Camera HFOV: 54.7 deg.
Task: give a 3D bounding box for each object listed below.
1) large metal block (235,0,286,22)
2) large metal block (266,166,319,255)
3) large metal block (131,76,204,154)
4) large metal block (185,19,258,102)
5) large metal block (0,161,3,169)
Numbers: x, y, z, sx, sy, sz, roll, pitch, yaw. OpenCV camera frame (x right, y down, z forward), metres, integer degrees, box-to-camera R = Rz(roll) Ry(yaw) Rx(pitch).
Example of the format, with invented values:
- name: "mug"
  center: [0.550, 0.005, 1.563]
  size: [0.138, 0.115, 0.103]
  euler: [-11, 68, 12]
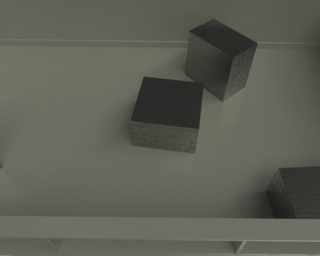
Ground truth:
- name: "large metal block"
  center: [0.199, -0.266, 0.598]
  size: [0.050, 0.080, 0.080]
  euler: [-27, 55, -21]
- name: "large metal block"
  center: [0.166, 0.087, 0.318]
  size: [0.081, 0.050, 0.080]
  euler: [-2, 50, -3]
- name: "large metal block"
  center: [0.012, -0.018, 0.404]
  size: [0.080, 0.050, 0.080]
  euler: [7, 50, 5]
- name: "large metal block"
  center: [0.086, -0.099, 0.454]
  size: [0.050, 0.080, 0.080]
  euler: [-34, 58, -25]
- name: "large metal block"
  center: [-0.239, 0.025, 0.345]
  size: [0.081, 0.080, 0.050]
  euler: [-28, 56, -22]
